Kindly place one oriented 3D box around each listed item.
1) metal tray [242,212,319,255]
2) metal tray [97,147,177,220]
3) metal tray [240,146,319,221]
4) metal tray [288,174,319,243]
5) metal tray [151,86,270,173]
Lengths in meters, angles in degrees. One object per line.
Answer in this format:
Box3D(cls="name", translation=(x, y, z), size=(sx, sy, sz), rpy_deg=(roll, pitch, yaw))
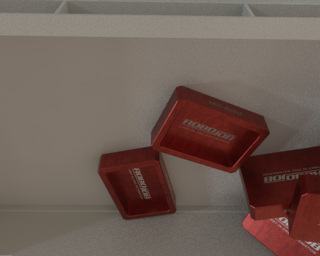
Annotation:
Box3D(cls="metal tray", translation=(0.201, 0.151, 0.457), size=(0.030, 0.130, 0.090), rpy_deg=(16, 108, -56))
Box3D(cls="metal tray", translation=(-0.031, 0.089, 0.481), size=(0.090, 0.030, 0.129), rpy_deg=(-10, 130, 8))
Box3D(cls="metal tray", translation=(0.183, 0.074, 0.431), size=(0.131, 0.090, 0.030), rpy_deg=(-10, 130, 8))
Box3D(cls="metal tray", translation=(0.223, 0.099, 0.354), size=(0.131, 0.030, 0.089), rpy_deg=(4, 130, 13))
Box3D(cls="metal tray", translation=(0.064, 0.007, 0.411), size=(0.131, 0.030, 0.089), rpy_deg=(18, 128, -15))
